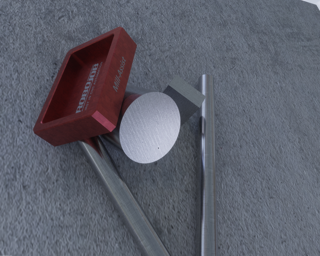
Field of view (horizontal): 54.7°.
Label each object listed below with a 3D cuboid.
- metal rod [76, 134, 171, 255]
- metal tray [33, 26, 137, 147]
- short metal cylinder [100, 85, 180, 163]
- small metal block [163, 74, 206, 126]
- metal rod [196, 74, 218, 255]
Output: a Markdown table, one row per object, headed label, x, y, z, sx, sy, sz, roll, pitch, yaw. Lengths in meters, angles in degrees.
| label | x | y | z | sx | sy | sz | roll | pitch | yaw |
| --- | --- | --- | --- | --- | --- | --- | --- | --- | --- |
| metal rod | -0.009 | 0.123 | 0.324 | 0.025 | 0.025 | 0.299 | -24 | 75 | -37 |
| metal tray | -0.081 | -0.048 | 0.347 | 0.030 | 0.090 | 0.130 | 46 | 41 | -41 |
| short metal cylinder | -0.024 | -0.006 | 0.353 | 0.081 | 0.050 | 0.079 | -13 | 112 | -35 |
| small metal block | 0.026 | -0.037 | 0.426 | 0.050 | 0.050 | 0.025 | 36 | 51 | -5 |
| metal rod | 0.061 | 0.048 | 0.409 | 0.025 | 0.025 | 0.300 | 18 | 55 | -18 |
